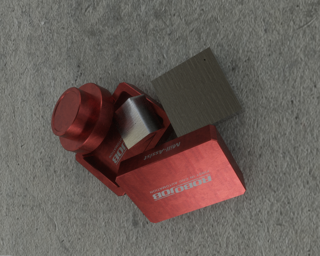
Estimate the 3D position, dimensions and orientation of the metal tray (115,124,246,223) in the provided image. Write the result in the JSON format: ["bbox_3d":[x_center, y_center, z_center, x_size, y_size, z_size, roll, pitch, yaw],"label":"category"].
[{"bbox_3d":[0.025,0.060,0.374,0.130,0.030,0.090,-24,118,19],"label":"metal tray"}]

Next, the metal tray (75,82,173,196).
[{"bbox_3d":[-0.046,0.015,0.423,0.090,0.030,0.129,37,101,16],"label":"metal tray"}]

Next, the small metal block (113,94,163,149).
[{"bbox_3d":[-0.031,-0.008,0.397,0.050,0.025,0.050,-37,79,45],"label":"small metal block"}]

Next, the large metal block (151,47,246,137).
[{"bbox_3d":[0.048,-0.039,0.380,0.080,0.050,0.080,-28,81,17],"label":"large metal block"}]

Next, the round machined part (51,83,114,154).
[{"bbox_3d":[-0.110,-0.016,0.418,0.098,0.042,0.098,-20,59,38],"label":"round machined part"}]
